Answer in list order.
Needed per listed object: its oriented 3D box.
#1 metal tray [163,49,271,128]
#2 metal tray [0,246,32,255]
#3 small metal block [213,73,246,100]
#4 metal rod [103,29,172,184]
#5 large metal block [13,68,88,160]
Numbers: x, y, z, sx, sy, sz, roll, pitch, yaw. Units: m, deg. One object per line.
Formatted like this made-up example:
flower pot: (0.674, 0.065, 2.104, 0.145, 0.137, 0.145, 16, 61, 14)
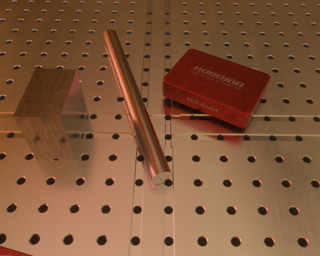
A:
metal tray: (0.080, -0.062, 0.448, 0.130, 0.030, 0.090, 24, 54, 19)
metal tray: (-0.173, 0.151, 0.276, 0.131, 0.030, 0.090, 12, 51, 9)
small metal block: (0.102, -0.052, 0.453, 0.050, 0.025, 0.050, 30, 56, 22)
metal rod: (-0.043, -0.052, 0.450, 0.025, 0.025, 0.299, -13, 51, -11)
large metal block: (-0.129, -0.017, 0.384, 0.050, 0.080, 0.080, 2, 50, 1)
